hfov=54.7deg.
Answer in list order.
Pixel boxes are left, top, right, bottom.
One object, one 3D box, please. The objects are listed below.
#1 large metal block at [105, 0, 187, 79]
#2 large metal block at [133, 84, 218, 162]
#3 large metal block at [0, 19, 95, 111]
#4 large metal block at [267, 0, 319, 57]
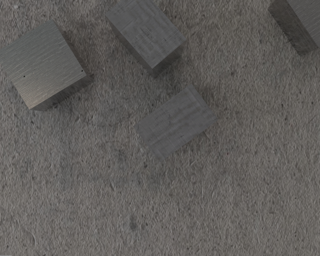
[{"bbox_3d":[-0.016,-0.112,0.382,0.050,0.080,0.080,-41,90,0],"label":"large metal block"},{"bbox_3d":[0.017,-0.006,0.382,0.080,0.080,0.050,-36,90,0],"label":"large metal block"},{"bbox_3d":[-0.143,-0.077,0.396,0.080,0.050,0.080,-31,90,0],"label":"large metal block"},{"bbox_3d":[0.203,-0.152,0.399,0.080,0.050,0.080,-34,90,0],"label":"large metal block"}]
